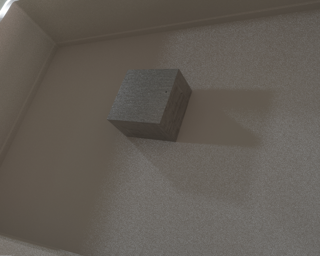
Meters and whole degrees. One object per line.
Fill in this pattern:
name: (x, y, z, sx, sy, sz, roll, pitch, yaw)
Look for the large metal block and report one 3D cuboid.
large metal block: (-0.012, -0.032, 0.416, 0.080, 0.050, 0.080, 5, 64, 30)
